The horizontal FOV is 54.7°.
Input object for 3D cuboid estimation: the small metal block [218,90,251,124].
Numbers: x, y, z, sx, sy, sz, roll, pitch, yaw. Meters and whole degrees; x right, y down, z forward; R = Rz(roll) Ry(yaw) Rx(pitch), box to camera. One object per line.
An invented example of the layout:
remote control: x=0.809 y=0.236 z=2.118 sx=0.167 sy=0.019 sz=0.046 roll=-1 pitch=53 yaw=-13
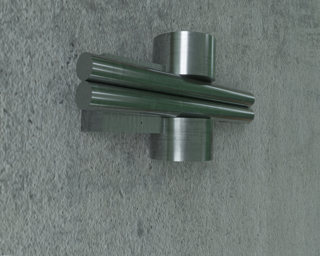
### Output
small metal block: x=0.123 y=-0.033 z=0.509 sx=0.050 sy=0.025 sz=0.050 roll=4 pitch=88 yaw=-40

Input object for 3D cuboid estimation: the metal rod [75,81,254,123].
metal rod: x=0.036 y=-0.024 z=0.378 sx=0.302 sy=0.025 sz=0.025 roll=2 pitch=89 yaw=-48

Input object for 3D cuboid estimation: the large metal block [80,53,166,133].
large metal block: x=-0.042 y=-0.035 z=0.355 sx=0.081 sy=0.050 sz=0.080 roll=2 pitch=89 yaw=-40

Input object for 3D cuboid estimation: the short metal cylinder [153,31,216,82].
short metal cylinder: x=0.031 y=-0.086 z=0.396 sx=0.081 sy=0.080 sz=0.050 roll=2 pitch=89 yaw=-40

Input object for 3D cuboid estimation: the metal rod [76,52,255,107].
metal rod: x=0.036 y=-0.049 z=0.378 sx=0.302 sy=0.025 sz=0.025 roll=2 pitch=89 yaw=-48

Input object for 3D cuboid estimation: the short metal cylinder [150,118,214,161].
short metal cylinder: x=0.028 y=0.014 z=0.393 sx=0.081 sy=0.080 sz=0.050 roll=2 pitch=89 yaw=-40
